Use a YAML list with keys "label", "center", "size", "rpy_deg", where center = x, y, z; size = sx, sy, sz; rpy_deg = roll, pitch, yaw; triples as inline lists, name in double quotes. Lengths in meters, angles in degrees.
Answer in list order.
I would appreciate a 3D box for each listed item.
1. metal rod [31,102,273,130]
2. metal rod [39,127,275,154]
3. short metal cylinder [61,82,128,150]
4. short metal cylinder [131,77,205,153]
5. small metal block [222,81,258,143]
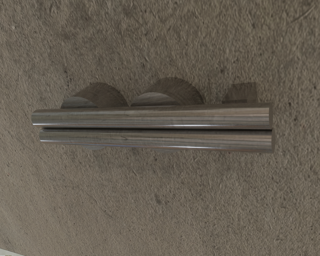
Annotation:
- label: "metal rod"
  center: [-0.032, -0.012, 0.352]
  size: [0.300, 0.025, 0.025]
  rpy_deg: [0, 119, 28]
- label: "metal rod"
  center: [-0.026, 0.011, 0.363]
  size: [0.300, 0.025, 0.025]
  rpy_deg: [0, 119, 28]
- label: "short metal cylinder"
  center: [-0.089, -0.017, 0.427]
  size: [0.080, 0.050, 0.079]
  rpy_deg: [13, 124, 21]
- label: "short metal cylinder"
  center: [0.010, -0.016, 0.378]
  size: [0.080, 0.050, 0.079]
  rpy_deg: [13, 124, 21]
- label: "small metal block"
  center: [0.090, -0.017, 0.336]
  size: [0.025, 0.050, 0.050]
  rpy_deg: [-2, 117, 29]
